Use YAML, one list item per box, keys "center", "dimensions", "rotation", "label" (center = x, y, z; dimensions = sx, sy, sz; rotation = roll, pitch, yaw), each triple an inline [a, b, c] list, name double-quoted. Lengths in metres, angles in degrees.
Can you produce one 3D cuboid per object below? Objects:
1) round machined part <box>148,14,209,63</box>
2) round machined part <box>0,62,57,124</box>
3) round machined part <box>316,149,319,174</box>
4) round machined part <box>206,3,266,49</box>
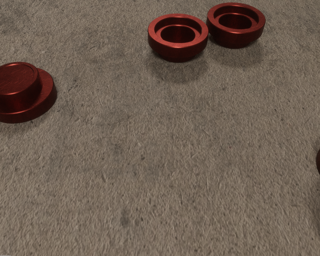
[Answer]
- center: [0.029, -0.146, 0.515]
  dimensions: [0.099, 0.042, 0.098]
  rotation: [0, 50, 0]
  label: "round machined part"
- center: [-0.201, -0.056, 0.437]
  dimensions: [0.099, 0.042, 0.098]
  rotation: [0, 50, 0]
  label: "round machined part"
- center: [0.242, 0.039, 0.362]
  dimensions: [0.099, 0.042, 0.098]
  rotation: [0, 50, 0]
  label: "round machined part"
- center: [0.130, -0.175, 0.541]
  dimensions: [0.099, 0.042, 0.098]
  rotation: [0, 50, 0]
  label: "round machined part"
